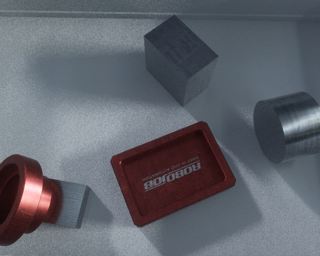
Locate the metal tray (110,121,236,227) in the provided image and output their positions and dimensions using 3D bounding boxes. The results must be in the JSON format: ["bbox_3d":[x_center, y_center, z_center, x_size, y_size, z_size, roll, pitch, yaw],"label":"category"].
[{"bbox_3d":[0.015,0.056,0.386,0.131,0.030,0.090,-22,72,-8],"label":"metal tray"}]

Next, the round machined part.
[{"bbox_3d":[-0.161,0.082,0.351,0.098,0.042,0.098,-21,55,34],"label":"round machined part"}]

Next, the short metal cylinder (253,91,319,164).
[{"bbox_3d":[0.157,-0.001,0.383,0.050,0.080,0.080,-13,71,-5],"label":"short metal cylinder"}]

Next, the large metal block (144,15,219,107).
[{"bbox_3d":[0.025,-0.086,0.412,0.050,0.080,0.080,-39,75,-13],"label":"large metal block"}]

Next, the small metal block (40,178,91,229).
[{"bbox_3d":[-0.117,0.091,0.375,0.050,0.025,0.050,10,70,3],"label":"small metal block"}]
